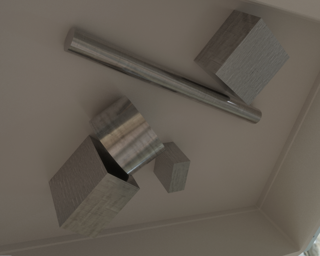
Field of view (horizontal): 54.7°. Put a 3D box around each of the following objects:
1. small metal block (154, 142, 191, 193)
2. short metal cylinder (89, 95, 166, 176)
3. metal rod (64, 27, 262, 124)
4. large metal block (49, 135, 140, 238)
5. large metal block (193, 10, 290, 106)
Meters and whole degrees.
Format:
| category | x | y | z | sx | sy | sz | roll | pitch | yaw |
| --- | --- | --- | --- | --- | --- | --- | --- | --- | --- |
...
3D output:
| category | x | y | z | sx | sy | sz | roll | pitch | yaw |
| --- | --- | --- | --- | --- | --- | --- | --- | --- | --- |
| small metal block | 0.015 | 0.055 | 0.437 | 0.025 | 0.050 | 0.050 | -6 | 121 | -26 |
| short metal cylinder | -0.037 | 0.009 | 0.359 | 0.050 | 0.080 | 0.080 | -37 | 130 | -4 |
| metal rod | 0.029 | -0.053 | 0.393 | 0.302 | 0.025 | 0.025 | 16 | 110 | -35 |
| large metal block | -0.082 | 0.069 | 0.372 | 0.080 | 0.080 | 0.050 | -49 | 129 | 6 |
| large metal block | 0.105 | -0.089 | 0.397 | 0.080 | 0.050 | 0.080 | 32 | 100 | -39 |
